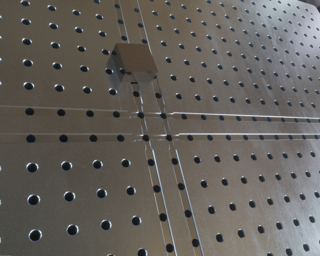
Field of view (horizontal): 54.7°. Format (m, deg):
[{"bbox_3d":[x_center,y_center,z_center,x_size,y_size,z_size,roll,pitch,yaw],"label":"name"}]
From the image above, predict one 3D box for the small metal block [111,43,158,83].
[{"bbox_3d":[-0.037,-0.094,0.447,0.050,0.025,0.050,-7,65,-32],"label":"small metal block"}]
